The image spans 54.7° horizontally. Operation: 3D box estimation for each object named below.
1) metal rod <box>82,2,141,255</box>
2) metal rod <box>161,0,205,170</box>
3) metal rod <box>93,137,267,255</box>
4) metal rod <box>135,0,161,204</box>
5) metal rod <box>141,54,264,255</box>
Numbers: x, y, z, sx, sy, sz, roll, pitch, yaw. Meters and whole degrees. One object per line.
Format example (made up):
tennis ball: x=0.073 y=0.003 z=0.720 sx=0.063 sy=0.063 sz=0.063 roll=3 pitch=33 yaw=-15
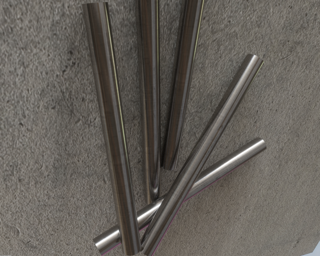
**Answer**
metal rod: x=-0.050 y=0.018 z=0.351 sx=0.025 sy=0.025 sz=0.298 roll=-14 pitch=112 yaw=-21
metal rod: x=0.029 y=-0.076 z=0.374 sx=0.025 sy=0.025 sz=0.298 roll=-7 pitch=122 yaw=-25
metal rod: x=0.042 y=0.092 z=0.461 sx=0.302 sy=0.025 sz=0.025 roll=-28 pitch=129 yaw=-21
metal rod: x=-0.012 y=-0.017 z=0.389 sx=0.025 sy=0.025 sz=0.298 roll=-14 pitch=124 yaw=-21
metal rod: x=0.055 y=0.036 z=0.418 sx=0.025 sy=0.025 sz=0.299 roll=31 pitch=89 yaw=-38
